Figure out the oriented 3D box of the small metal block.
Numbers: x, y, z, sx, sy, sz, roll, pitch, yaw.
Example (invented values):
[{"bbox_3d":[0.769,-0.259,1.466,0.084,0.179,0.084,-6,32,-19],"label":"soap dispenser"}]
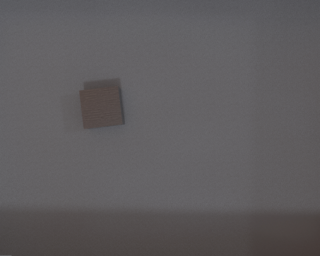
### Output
[{"bbox_3d":[-0.076,-0.027,0.411,0.050,0.025,0.050,-7,90,0],"label":"small metal block"}]
